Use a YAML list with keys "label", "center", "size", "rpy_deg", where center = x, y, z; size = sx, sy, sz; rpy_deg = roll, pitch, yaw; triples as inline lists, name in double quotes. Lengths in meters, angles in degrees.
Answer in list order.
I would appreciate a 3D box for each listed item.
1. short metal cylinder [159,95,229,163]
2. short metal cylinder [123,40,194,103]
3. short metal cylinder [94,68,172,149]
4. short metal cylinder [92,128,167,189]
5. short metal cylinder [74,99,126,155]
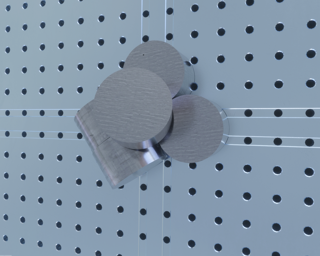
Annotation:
- label: "short metal cylinder"
  center: [0.042, 0.001, 0.383]
  size: [0.080, 0.050, 0.079]
  rpy_deg: [0, 90, 19]
- label: "short metal cylinder"
  center: [-0.001, -0.066, 0.398]
  size: [0.080, 0.050, 0.079]
  rpy_deg: [0, 90, 19]
- label: "short metal cylinder"
  center: [-0.027, -0.019, 0.339]
  size: [0.081, 0.050, 0.080]
  rpy_deg: [0, 78, 2]
- label: "short metal cylinder"
  center: [-0.038, 0.036, 0.395]
  size: [0.080, 0.080, 0.050]
  rpy_deg: [-35, 79, 16]
- label: "short metal cylinder"
  center: [-0.063, -0.007, 0.405]
  size: [0.080, 0.080, 0.050]
  rpy_deg: [-35, 79, 16]
